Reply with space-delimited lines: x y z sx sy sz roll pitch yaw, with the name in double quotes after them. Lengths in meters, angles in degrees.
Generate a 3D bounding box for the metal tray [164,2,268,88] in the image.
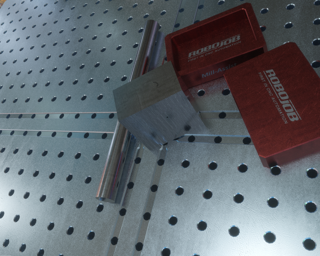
0.075 -0.114 0.435 0.130 0.030 0.090 -17 55 18 "metal tray"

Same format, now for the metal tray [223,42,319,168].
0.136 -0.030 0.352 0.090 0.030 0.130 -23 53 14 "metal tray"

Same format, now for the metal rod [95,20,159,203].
-0.041 -0.041 0.454 0.025 0.025 0.300 -2 60 27 "metal rod"

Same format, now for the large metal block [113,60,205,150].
0.000 -0.025 0.388 0.080 0.080 0.050 -26 53 12 "large metal block"
